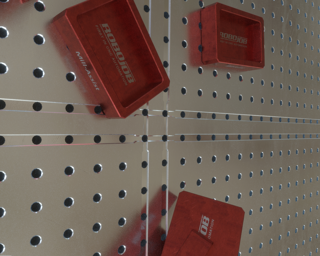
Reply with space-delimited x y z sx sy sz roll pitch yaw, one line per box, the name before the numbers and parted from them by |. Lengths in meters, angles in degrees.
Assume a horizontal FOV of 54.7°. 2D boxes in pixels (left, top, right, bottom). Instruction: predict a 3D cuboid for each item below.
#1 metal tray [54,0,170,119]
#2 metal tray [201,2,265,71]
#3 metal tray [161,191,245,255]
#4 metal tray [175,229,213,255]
metal tray | -0.050 -0.087 0.365 0.091 0.030 0.129 -40 115 -33
metal tray | 0.124 -0.146 0.511 0.131 0.030 0.089 -3 92 -40
metal tray | 0.052 0.155 0.397 0.030 0.090 0.130 94 14 -57
metal tray | 0.016 0.200 0.389 0.130 0.030 0.090 -49 159 -29
